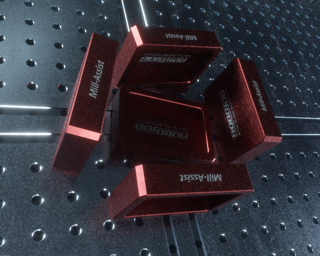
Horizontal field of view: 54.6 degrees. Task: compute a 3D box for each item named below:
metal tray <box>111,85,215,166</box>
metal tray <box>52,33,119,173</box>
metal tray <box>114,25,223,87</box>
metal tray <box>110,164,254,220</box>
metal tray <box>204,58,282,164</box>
[{"bbox_3d":[0.004,0.001,0.405,0.131,0.030,0.090,11,57,-23],"label":"metal tray"},{"bbox_3d":[-0.081,-0.028,0.339,0.030,0.090,0.130,17,55,-18],"label":"metal tray"},{"bbox_3d":[0.009,-0.094,0.428,0.131,0.090,0.030,-7,65,-31],"label":"metal tray"},{"bbox_3d":[0.022,0.069,0.336,0.131,0.090,0.030,3,61,-26],"label":"metal tray"},{"bbox_3d":[0.110,-0.021,0.438,0.030,0.090,0.130,5,60,-26],"label":"metal tray"}]
